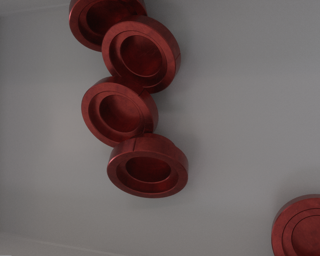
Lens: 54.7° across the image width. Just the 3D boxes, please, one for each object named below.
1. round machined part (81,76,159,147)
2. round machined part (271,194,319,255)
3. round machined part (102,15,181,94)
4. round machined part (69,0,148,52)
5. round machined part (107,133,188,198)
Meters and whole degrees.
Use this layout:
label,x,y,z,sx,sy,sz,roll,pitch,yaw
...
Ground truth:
label,x,y,z,sx,sy,sz,roll,pitch,yaw
round machined part,-0.048,-0.023,0.403,0.098,0.042,0.097,10,125,15
round machined part,0.174,0.121,0.340,0.098,0.042,0.097,0,90,20
round machined part,-0.020,-0.095,0.391,0.098,0.042,0.097,14,134,15
round machined part,-0.067,-0.148,0.401,0.098,0.098,0.042,-22,57,19
round machined part,-0.014,0.044,0.388,0.098,0.098,0.042,-13,42,19
